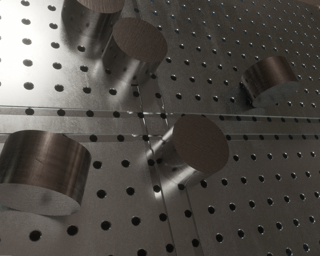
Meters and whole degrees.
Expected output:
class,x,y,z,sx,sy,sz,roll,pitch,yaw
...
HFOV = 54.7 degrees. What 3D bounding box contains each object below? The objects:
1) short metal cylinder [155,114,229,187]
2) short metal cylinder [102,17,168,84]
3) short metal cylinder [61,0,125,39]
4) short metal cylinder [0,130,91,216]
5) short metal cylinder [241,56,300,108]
class,x,y,z,sx,sy,sz,roll,pitch,yaw
short metal cylinder,0.041,0.029,0.398,0.081,0.050,0.080,14,56,-21
short metal cylinder,-0.036,-0.109,0.441,0.081,0.050,0.080,14,56,-21
short metal cylinder,-0.098,-0.178,0.449,0.081,0.050,0.080,14,56,-21
short metal cylinder,-0.109,0.044,0.288,0.081,0.080,0.050,18,55,-19
short metal cylinder,0.185,-0.076,0.522,0.081,0.080,0.050,-4,64,-30
